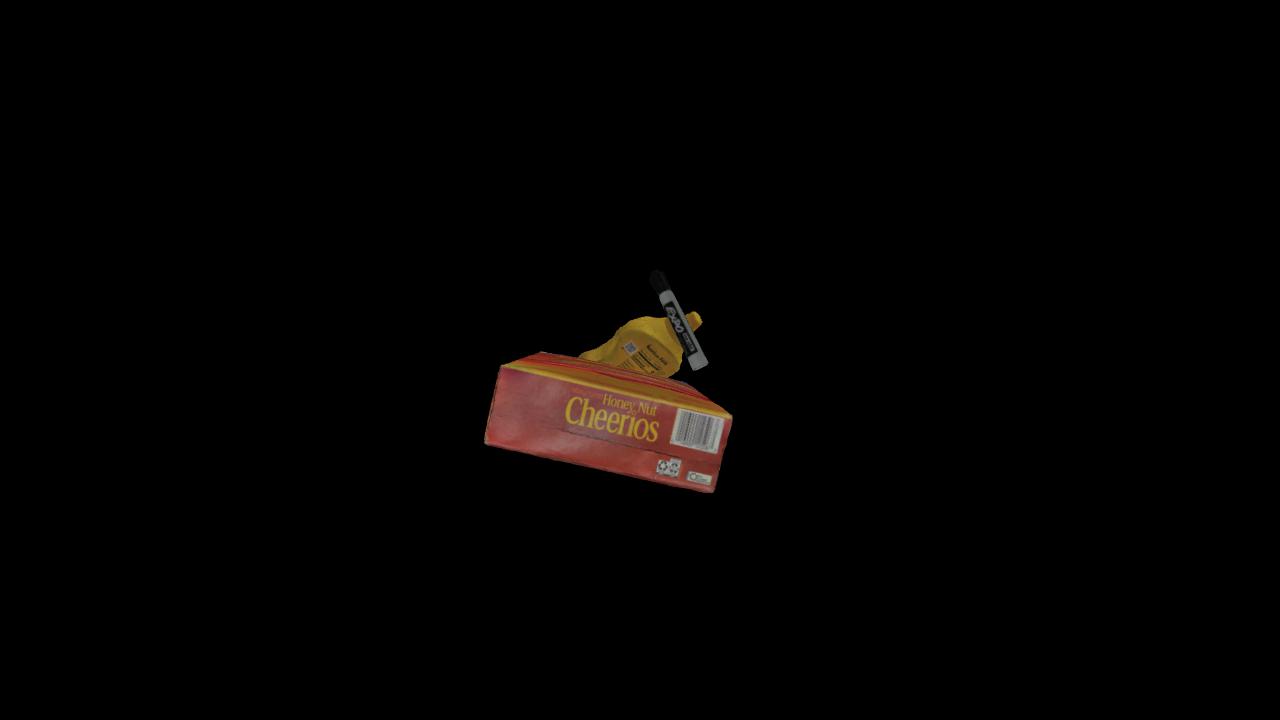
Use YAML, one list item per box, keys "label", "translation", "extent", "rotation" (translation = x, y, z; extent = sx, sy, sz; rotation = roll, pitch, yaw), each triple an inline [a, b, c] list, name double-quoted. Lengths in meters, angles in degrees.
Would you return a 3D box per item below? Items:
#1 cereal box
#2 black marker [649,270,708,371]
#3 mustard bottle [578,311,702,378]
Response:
- label: "cereal box"
  translation: [-0.033, 0.049, 0.658]
  extent: [0.203, 0.081, 0.306]
  rotation: [13, 3, -3]
- label: "black marker"
  translation: [0.041, -0.046, 0.677]
  extent: [0.020, 0.121, 0.020]
  rotation: [-24, -12, -5]
- label: "mustard bottle"
  translation: [0.001, -0.005, 0.762]
  extent: [0.184, 0.092, 0.054]
  rotation: [-34, 23, 26]
